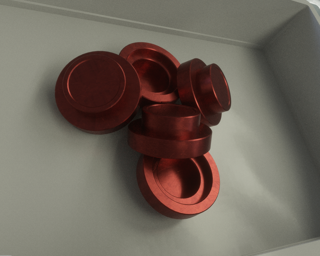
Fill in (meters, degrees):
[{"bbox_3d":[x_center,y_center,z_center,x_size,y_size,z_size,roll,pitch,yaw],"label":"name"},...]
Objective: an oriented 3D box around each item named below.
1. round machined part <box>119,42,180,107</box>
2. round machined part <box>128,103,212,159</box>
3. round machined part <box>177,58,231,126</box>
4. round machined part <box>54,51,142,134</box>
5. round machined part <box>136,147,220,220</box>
[{"bbox_3d":[-0.017,-0.065,0.422,0.099,0.042,0.098,14,56,-21],"label":"round machined part"},{"bbox_3d":[0.012,-0.002,0.363,0.099,0.098,0.042,-7,110,-31],"label":"round machined part"},{"bbox_3d":[0.066,-0.051,0.430,0.098,0.042,0.098,33,49,-48],"label":"round machined part"},{"bbox_3d":[-0.071,-0.044,0.353,0.099,0.042,0.098,0,76,0],"label":"round machined part"},{"bbox_3d":[0.018,0.059,0.366,0.099,0.042,0.098,14,56,-21],"label":"round machined part"}]
